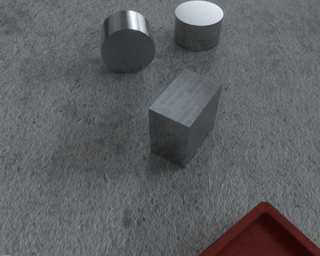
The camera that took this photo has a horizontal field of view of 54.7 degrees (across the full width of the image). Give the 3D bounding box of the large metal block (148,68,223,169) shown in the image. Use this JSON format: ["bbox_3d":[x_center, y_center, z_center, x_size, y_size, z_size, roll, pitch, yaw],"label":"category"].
[{"bbox_3d":[0.030,-0.011,0.377,0.050,0.080,0.080,26,55,20],"label":"large metal block"}]

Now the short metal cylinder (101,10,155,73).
[{"bbox_3d":[-0.050,-0.132,0.478,0.081,0.080,0.050,-6,50,-5],"label":"short metal cylinder"}]

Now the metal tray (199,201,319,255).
[{"bbox_3d":[0.085,0.140,0.283,0.131,0.030,0.090,-31,57,-24],"label":"metal tray"}]

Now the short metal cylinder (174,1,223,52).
[{"bbox_3d":[0.066,-0.177,0.537,0.081,0.050,0.080,0,50,0],"label":"short metal cylinder"}]
